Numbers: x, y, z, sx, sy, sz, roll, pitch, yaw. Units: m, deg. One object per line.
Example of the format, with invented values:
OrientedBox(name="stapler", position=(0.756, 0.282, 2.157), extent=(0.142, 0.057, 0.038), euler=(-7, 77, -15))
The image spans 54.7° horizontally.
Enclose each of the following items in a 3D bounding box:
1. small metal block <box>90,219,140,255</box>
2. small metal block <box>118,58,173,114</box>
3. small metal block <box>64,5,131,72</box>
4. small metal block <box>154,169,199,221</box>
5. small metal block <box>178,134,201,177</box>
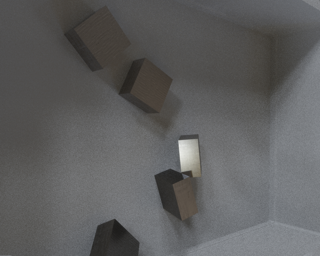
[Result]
OrientedBox(name="small metal block", position=(-0.050, 0.140, 0.348), extent=(0.050, 0.025, 0.050), euler=(53, 22, -26))
OrientedBox(name="small metal block", position=(-0.017, -0.052, 0.392), extent=(0.050, 0.025, 0.050), euler=(33, 70, -35))
OrientedBox(name="small metal block", position=(-0.069, -0.100, 0.349), extent=(0.050, 0.025, 0.050), euler=(-50, 120, -28))
OrientedBox(name="small metal block", position=(0.021, 0.085, 0.405), extent=(0.025, 0.050, 0.050), euler=(-20, 103, -24))
OrientedBox(name="small metal block", position=(0.042, 0.037, 0.424), extent=(0.050, 0.025, 0.050), euler=(-36, 120, -80))
